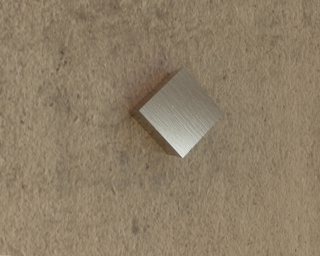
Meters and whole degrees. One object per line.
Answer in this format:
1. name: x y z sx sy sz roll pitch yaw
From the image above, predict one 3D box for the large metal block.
1. large metal block: 0.020 -0.020 0.403 0.080 0.050 0.080 -46 104 -14
